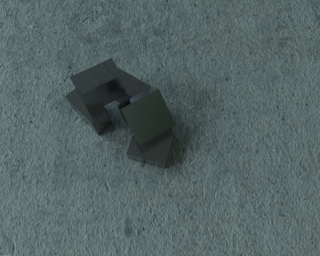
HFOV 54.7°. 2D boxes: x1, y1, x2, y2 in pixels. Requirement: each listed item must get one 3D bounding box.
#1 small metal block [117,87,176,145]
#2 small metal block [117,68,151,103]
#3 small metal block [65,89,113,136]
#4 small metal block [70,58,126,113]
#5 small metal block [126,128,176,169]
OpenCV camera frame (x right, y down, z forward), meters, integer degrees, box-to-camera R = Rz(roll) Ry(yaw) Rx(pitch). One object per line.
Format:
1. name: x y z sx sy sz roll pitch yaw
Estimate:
1. small metal block: -0.017 -0.015 0.375 0.050 0.025 0.050 -30 110 -11
2. small metal block: -0.039 -0.047 0.413 0.050 0.050 0.025 31 73 10
3. small metal block: -0.091 -0.022 0.403 0.025 0.050 0.050 -43 76 -14
4. small metal block: -0.070 -0.048 0.360 0.050 0.050 0.025 -28 73 -10
5. small metal block: -0.011 0.020 0.402 0.050 0.025 0.050 15 71 5
